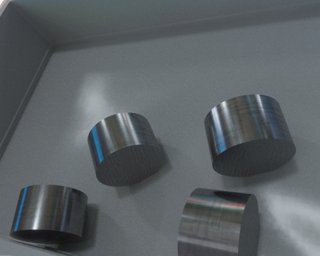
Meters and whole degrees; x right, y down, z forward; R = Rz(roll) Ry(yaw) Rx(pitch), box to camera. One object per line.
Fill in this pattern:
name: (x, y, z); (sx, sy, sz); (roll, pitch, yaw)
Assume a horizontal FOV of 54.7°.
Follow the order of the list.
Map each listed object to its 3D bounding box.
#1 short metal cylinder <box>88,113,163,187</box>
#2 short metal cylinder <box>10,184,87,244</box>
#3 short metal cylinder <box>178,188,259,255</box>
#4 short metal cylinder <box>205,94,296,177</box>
short metal cylinder: (-0.042, 0.027, 0.374); (0.080, 0.080, 0.050); (-31, 52, 8)
short metal cylinder: (-0.131, 0.106, 0.372); (0.080, 0.080, 0.050); (-13, 56, 20)
short metal cylinder: (0.056, 0.097, 0.281); (0.050, 0.080, 0.080); (1, 62, 29)
short metal cylinder: (0.089, 0.010, 0.317); (0.080, 0.080, 0.050); (-18, 55, 18)
